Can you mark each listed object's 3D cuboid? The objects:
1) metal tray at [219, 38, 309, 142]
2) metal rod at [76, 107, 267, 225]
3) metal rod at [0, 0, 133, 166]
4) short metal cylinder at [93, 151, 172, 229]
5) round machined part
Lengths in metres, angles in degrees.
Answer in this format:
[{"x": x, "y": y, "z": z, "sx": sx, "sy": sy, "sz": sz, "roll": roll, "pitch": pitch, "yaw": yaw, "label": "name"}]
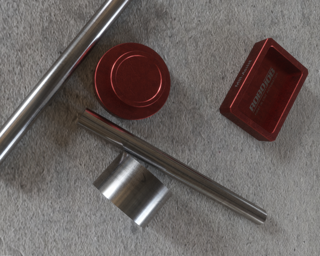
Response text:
[{"x": 0.157, "y": -0.056, "z": 0.464, "sx": 0.090, "sy": 0.030, "sz": 0.130, "roll": 33, "pitch": 79, "yaw": -17, "label": "metal tray"}, {"x": 0.028, "y": 0.060, "z": 0.419, "sx": 0.301, "sy": 0.025, "sz": 0.025, "roll": 31, "pitch": 80, "yaw": -18, "label": "metal rod"}, {"x": -0.111, "y": -0.074, "z": 0.367, "sx": 0.025, "sy": 0.025, "sz": 0.300, "roll": 38, "pitch": 78, "yaw": -16, "label": "metal rod"}, {"x": -0.032, "y": 0.073, "z": 0.368, "sx": 0.080, "sy": 0.080, "sz": 0.050, "roll": 45, "pitch": 76, "yaw": -15, "label": "short metal cylinder"}, {"x": -0.032, "y": -0.059, "z": 0.388, "sx": 0.099, "sy": 0.042, "sz": 0.097, "roll": 0, "pitch": 90, "yaw": -20, "label": "round machined part"}]
